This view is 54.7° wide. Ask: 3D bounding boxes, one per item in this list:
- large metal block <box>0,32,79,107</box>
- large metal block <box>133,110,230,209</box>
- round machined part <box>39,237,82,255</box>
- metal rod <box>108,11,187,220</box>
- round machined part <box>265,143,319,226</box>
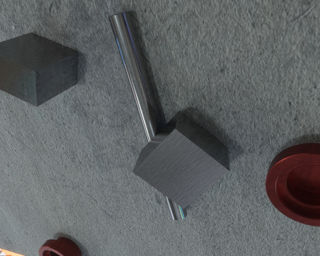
[{"bbox_3d":[-0.167,-0.080,0.409,0.080,0.080,0.050,24,127,13],"label":"large metal block"},{"bbox_3d":[0.027,0.039,0.382,0.080,0.050,0.080,38,117,-10],"label":"large metal block"},{"bbox_3d":[-0.213,0.280,0.682,0.098,0.042,0.097,13,124,21],"label":"round machined part"},{"bbox_3d":[-0.009,0.001,0.412,0.025,0.025,0.298,-2,118,29],"label":"metal rod"},{"bbox_3d":[0.170,0.058,0.342,0.098,0.042,0.097,13,124,21],"label":"round machined part"}]
